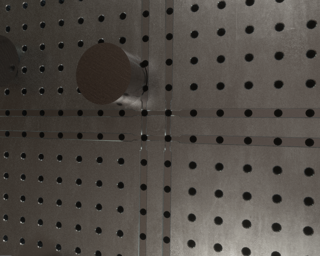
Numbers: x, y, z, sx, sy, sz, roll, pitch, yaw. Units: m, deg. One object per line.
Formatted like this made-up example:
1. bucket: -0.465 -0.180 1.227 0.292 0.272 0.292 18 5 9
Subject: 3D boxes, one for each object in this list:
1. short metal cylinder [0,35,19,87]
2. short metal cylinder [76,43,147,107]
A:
1. short metal cylinder: -0.268 -0.105 0.476 0.050 0.080 0.079 12 94 19
2. short metal cylinder: -0.065 -0.070 0.421 0.080 0.050 0.079 0 90 19
